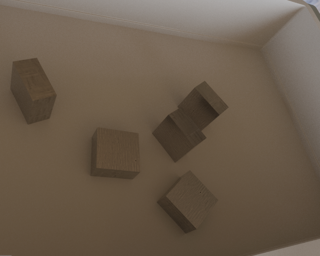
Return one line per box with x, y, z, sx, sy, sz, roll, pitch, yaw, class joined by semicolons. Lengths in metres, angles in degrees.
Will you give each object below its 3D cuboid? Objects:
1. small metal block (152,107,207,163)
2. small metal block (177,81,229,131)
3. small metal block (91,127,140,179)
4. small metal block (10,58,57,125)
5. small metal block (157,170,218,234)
0.024;0.010;0.398;0.025;0.050;0.050;-32;80;-38;small metal block
0.061;-0.030;0.443;0.050;0.050;0.025;49;51;6;small metal block
-0.052;0.030;0.360;0.050;0.025;0.050;9;58;-24;small metal block
-0.140;-0.040;0.339;0.025;0.050;0.050;-21;73;-36;small metal block
0.034;0.088;0.372;0.050;0.025;0.050;47;51;4;small metal block
